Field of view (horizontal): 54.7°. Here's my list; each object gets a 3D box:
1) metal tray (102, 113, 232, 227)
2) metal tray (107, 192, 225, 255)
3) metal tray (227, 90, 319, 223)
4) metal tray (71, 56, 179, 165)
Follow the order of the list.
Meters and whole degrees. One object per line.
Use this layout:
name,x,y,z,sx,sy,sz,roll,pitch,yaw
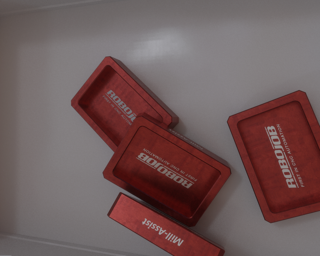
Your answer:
metal tray,0.008,0.051,0.382,0.130,0.030,0.090,31,101,-3
metal tray,0.011,0.125,0.369,0.130,0.090,0.030,25,77,18
metal tray,0.143,0.033,0.356,0.090,0.030,0.129,-22,83,18
metal tray,-0.050,-0.023,0.425,0.130,0.030,0.090,45,104,14
